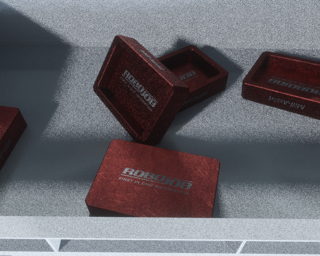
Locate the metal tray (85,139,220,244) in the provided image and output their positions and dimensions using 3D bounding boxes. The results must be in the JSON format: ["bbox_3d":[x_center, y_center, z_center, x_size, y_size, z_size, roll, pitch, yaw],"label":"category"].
[{"bbox_3d":[-0.005,0.066,0.346,0.131,0.030,0.090,11,51,8],"label":"metal tray"}]

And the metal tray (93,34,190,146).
[{"bbox_3d":[-0.031,-0.050,0.403,0.030,0.089,0.130,-1,40,-47],"label":"metal tray"}]

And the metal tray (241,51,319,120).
[{"bbox_3d":[0.196,-0.063,0.444,0.130,0.030,0.090,20,52,27],"label":"metal tray"}]

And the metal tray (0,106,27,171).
[{"bbox_3d":[-0.235,0.026,0.377,0.090,0.030,0.130,8,50,6],"label":"metal tray"}]

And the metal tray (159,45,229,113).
[{"bbox_3d":[0.024,-0.070,0.460,0.131,0.030,0.090,-27,55,-22],"label":"metal tray"}]
